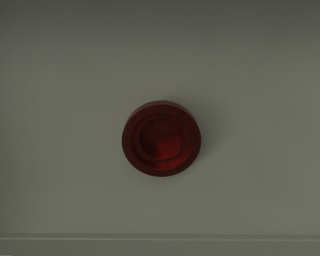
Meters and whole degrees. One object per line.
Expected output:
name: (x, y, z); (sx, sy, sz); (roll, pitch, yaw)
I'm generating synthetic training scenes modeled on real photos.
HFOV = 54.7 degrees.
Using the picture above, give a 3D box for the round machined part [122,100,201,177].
round machined part: (0.002, 0.011, 0.402); (0.099, 0.042, 0.097); (0, 110, -1)
